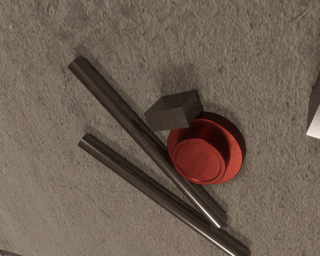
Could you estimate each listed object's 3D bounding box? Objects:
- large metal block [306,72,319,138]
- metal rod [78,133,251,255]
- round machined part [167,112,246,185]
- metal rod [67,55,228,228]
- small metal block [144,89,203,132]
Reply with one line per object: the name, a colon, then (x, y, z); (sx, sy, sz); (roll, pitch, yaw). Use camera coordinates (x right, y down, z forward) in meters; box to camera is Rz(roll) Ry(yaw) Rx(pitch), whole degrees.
large metal block: (0.165, -0.038, 0.260); (0.050, 0.080, 0.079); (19, 126, 17)
metal rod: (0.004, 0.104, 0.467); (0.301, 0.025, 0.025); (35, 129, 4)
round machined part: (0.054, 0.032, 0.386); (0.098, 0.042, 0.097); (13, 124, 20)
metal rod: (-0.013, 0.023, 0.426); (0.300, 0.025, 0.025); (48, 129, -6)
small metal block: (0.017, -0.021, 0.368); (0.050, 0.050, 0.025); (-8, 114, 31)
